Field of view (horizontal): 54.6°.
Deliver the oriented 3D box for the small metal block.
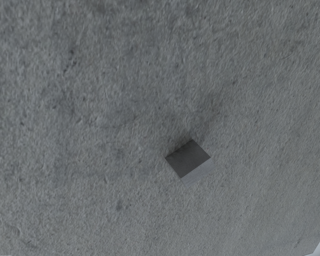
[{"bbox_3d":[0.043,0.050,0.444,0.050,0.050,0.025,-34,129,-6],"label":"small metal block"}]
